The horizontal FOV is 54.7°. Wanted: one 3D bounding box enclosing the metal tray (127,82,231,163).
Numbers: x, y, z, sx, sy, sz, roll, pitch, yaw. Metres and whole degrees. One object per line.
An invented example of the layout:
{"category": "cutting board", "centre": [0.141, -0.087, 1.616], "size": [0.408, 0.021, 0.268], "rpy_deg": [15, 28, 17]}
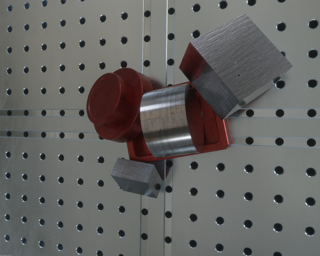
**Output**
{"category": "metal tray", "centre": [0.018, -0.007, 0.401], "size": [0.130, 0.030, 0.089], "rpy_deg": [-12, 86, 19]}

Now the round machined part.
{"category": "round machined part", "centre": [-0.058, -0.033, 0.400], "size": [0.098, 0.042, 0.098], "rpy_deg": [-16, 66, 39]}

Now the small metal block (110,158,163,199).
{"category": "small metal block", "centre": [-0.029, 0.066, 0.403], "size": [0.050, 0.050, 0.025], "rpy_deg": [8, 59, 20]}

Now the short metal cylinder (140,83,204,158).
{"category": "short metal cylinder", "centre": [0.017, -0.008, 0.360], "size": [0.050, 0.080, 0.080], "rpy_deg": [-9, 87, 19]}

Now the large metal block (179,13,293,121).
{"category": "large metal block", "centre": [0.082, -0.068, 0.345], "size": [0.080, 0.050, 0.080], "rpy_deg": [-32, 78, -20]}
